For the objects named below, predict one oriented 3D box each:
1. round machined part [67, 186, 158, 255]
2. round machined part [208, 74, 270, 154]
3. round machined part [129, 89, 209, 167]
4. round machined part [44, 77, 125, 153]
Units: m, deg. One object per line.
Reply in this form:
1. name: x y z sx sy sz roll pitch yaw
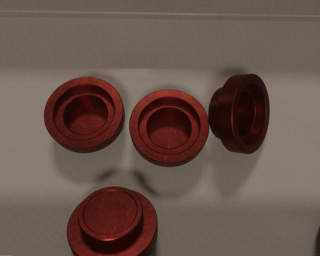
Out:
1. round machined part: -0.052 0.103 0.339 0.099 0.042 0.098 0 39 0
2. round machined part: 0.097 -0.018 0.389 0.042 0.098 0.098 5 64 43
3. round machined part: 0.011 0.003 0.400 0.099 0.042 0.098 0 70 0
4. round machined part: -0.095 -0.014 0.405 0.099 0.042 0.098 0 70 -1
